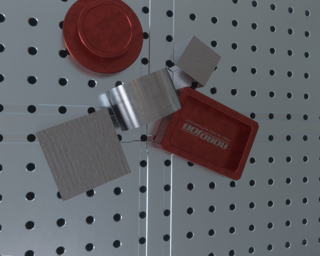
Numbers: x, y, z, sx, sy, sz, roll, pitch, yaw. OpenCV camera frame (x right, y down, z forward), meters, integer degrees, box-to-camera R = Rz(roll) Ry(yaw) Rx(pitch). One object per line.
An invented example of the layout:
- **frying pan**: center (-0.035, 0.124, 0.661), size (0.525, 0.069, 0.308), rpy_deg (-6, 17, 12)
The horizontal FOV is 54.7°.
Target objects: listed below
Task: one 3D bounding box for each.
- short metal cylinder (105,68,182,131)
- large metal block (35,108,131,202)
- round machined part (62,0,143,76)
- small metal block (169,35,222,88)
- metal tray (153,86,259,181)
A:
- **short metal cylinder**: center (-0.019, -0.035, 0.376), size (0.081, 0.080, 0.050), rpy_deg (-25, 99, -18)
- **large metal block**: center (-0.091, 0.028, 0.366), size (0.081, 0.050, 0.080), rpy_deg (-22, 97, -19)
- **round machined part**: center (-0.067, -0.115, 0.379), size (0.099, 0.042, 0.097), rpy_deg (0, 90, -20)
- **small metal block**: center (0.049, -0.091, 0.430), size (0.050, 0.025, 0.050), rpy_deg (34, 79, -17)
- **metal tray**: center (0.067, 0.009, 0.434), size (0.131, 0.030, 0.090), rpy_deg (25, 82, -19)
